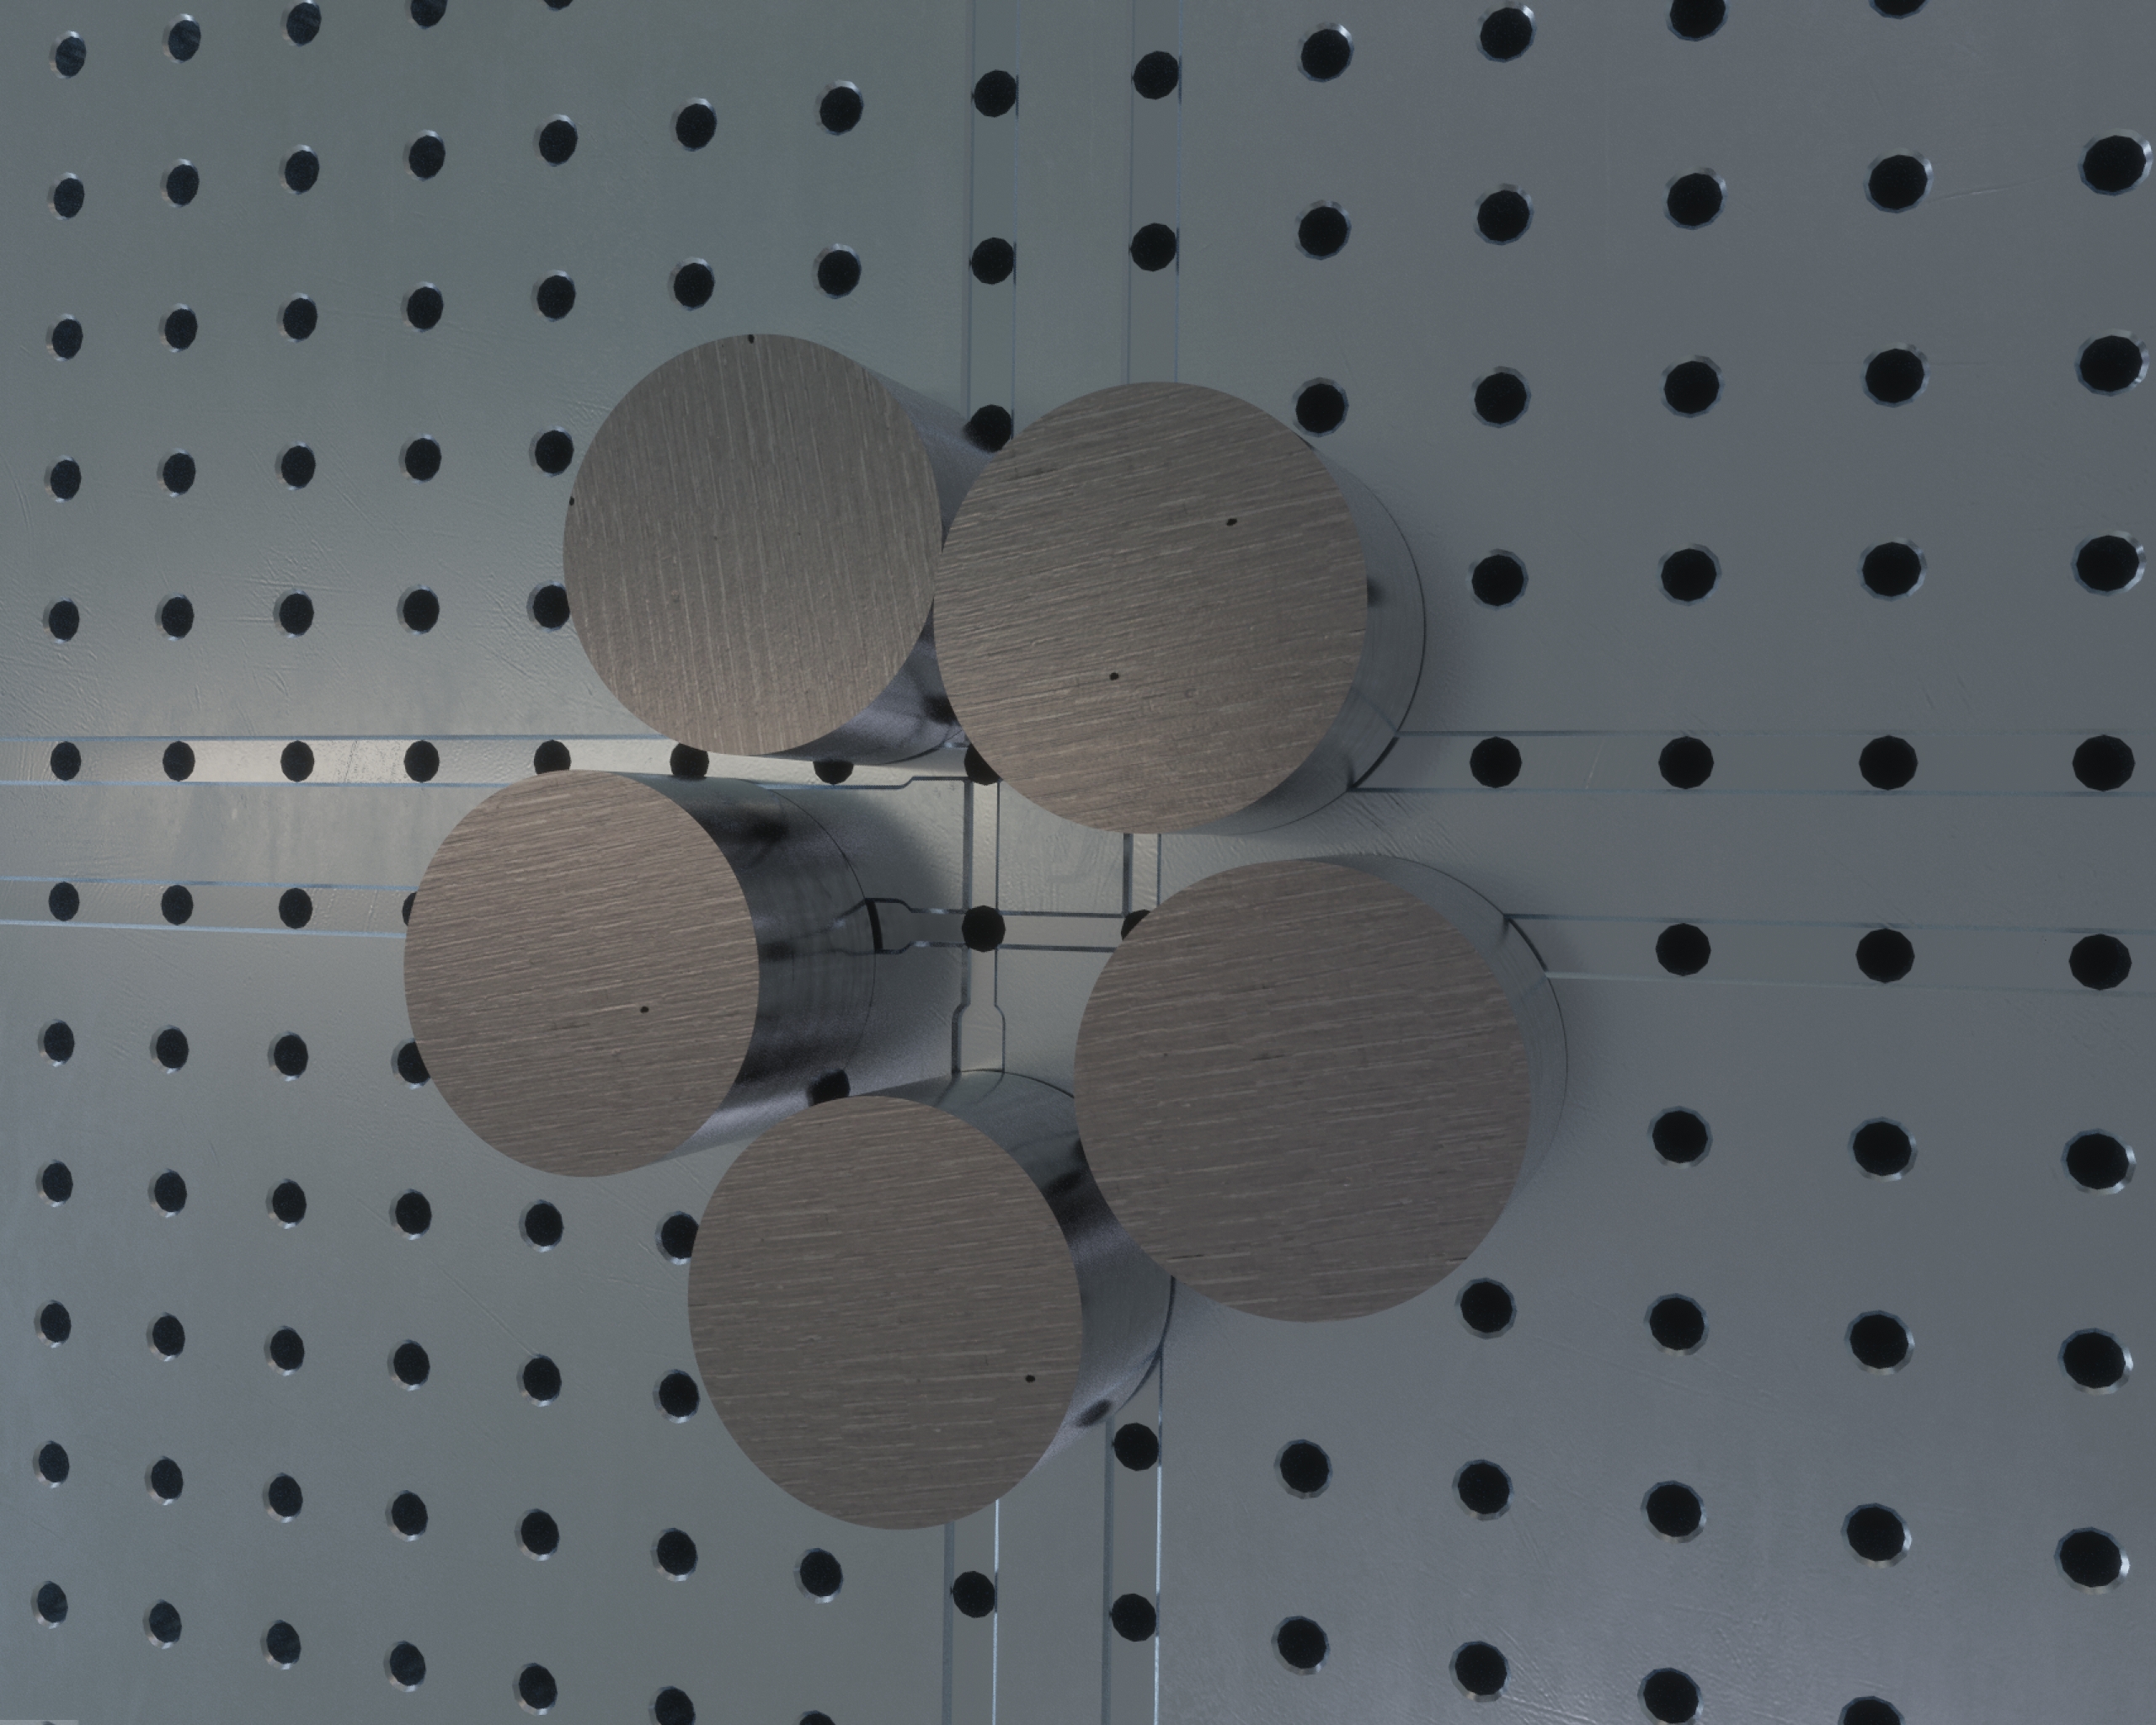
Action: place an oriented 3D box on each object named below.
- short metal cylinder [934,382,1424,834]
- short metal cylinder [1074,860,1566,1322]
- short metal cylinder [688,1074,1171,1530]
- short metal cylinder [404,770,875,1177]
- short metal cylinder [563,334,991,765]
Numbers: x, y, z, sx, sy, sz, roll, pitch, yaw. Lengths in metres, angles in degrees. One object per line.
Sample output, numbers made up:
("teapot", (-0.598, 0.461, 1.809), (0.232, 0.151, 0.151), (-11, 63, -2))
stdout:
("short metal cylinder", (0.020, -0.045, 0.391), (0.080, 0.050, 0.079), (0, 90, 20))
("short metal cylinder", (0.046, 0.039, 0.382), (0.080, 0.050, 0.079), (1, 92, 19))
("short metal cylinder", (-0.028, 0.083, 0.408), (0.080, 0.050, 0.080), (0, 90, 20))
("short metal cylinder", (-0.089, 0.021, 0.431), (0.080, 0.050, 0.079), (0, 90, 20))
("short metal cylinder", (-0.054, -0.060, 0.418), (0.080, 0.050, 0.079), (0, 90, 19))
